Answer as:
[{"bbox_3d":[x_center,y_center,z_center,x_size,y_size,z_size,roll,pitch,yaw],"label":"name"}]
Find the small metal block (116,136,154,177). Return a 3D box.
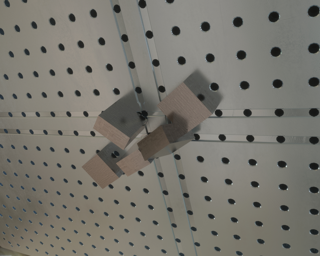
[{"bbox_3d":[-0.026,0.035,0.431,0.050,0.050,0.025,-33,100,38],"label":"small metal block"}]

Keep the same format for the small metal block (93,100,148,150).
[{"bbox_3d":[-0.053,-0.005,0.420,0.050,0.050,0.025,35,129,5],"label":"small metal block"}]

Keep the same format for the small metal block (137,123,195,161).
[{"bbox_3d":[0.008,0.016,0.398,0.050,0.050,0.025,-37,71,39],"label":"small metal block"}]

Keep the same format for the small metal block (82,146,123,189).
[{"bbox_3d":[-0.090,0.064,0.499,0.050,0.025,0.050,48,129,-6],"label":"small metal block"}]

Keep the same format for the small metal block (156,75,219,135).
[{"bbox_3d":[0.033,-0.027,0.377,0.050,0.025,0.050,47,129,-5],"label":"small metal block"}]
